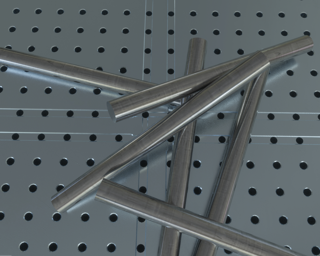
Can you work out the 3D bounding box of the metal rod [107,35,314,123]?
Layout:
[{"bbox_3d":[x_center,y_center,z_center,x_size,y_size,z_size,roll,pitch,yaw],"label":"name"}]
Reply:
[{"bbox_3d":[0.078,-0.069,0.390,0.302,0.025,0.025,-22,71,-21],"label":"metal rod"}]

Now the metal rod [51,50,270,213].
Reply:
[{"bbox_3d":[-0.002,0.006,0.370,0.300,0.025,0.025,-35,73,3],"label":"metal rod"}]

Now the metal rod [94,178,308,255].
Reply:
[{"bbox_3d":[0.074,0.121,0.342,0.301,0.025,0.025,21,71,-3],"label":"metal rod"}]

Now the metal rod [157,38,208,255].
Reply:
[{"bbox_3d":[0.028,0.028,0.383,0.025,0.025,0.299,9,77,3],"label":"metal rod"}]

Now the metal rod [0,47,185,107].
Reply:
[{"bbox_3d":[-0.085,-0.069,0.436,0.301,0.025,0.025,14,71,5],"label":"metal rod"}]

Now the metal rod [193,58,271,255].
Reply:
[{"bbox_3d":[0.099,0.028,0.402,0.025,0.025,0.300,20,71,7],"label":"metal rod"}]
